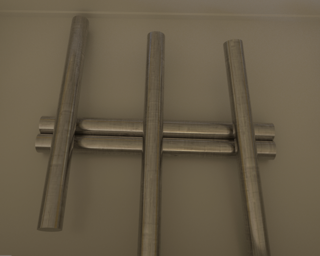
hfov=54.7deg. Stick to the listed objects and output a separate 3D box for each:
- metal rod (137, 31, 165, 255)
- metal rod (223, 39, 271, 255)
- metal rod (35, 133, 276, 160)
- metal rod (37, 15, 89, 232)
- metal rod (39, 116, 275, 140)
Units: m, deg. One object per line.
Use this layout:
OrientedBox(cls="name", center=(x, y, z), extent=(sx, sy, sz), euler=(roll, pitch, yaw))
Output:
OrientedBox(cls="metal rod", center=(-0.009, 0.014, 0.377), extent=(0.025, 0.025, 0.299), euler=(1, 70, 0))
OrientedBox(cls="metal rod", center=(0.105, 0.036, 0.373), extent=(0.025, 0.025, 0.298), euler=(-4, 78, -2))
OrientedBox(cls="metal rod", center=(-0.005, 0.024, 0.400), extent=(0.302, 0.025, 0.025), euler=(2, 70, 0))
OrientedBox(cls="metal rod", center=(-0.116, -0.026, 0.391), extent=(0.025, 0.025, 0.299), euler=(-1, 62, -1))
OrientedBox(cls="metal rod", center=(-0.004, 0.001, 0.408), extent=(0.302, 0.025, 0.025), euler=(2, 70, 0))
